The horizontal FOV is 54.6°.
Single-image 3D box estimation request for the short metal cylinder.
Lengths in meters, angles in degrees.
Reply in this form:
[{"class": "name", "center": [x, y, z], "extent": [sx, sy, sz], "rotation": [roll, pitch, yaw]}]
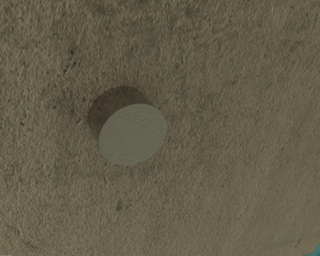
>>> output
[{"class": "short metal cylinder", "center": [-0.039, -0.003, 0.367], "extent": [0.081, 0.050, 0.080], "rotation": [-14, 124, -21]}]
